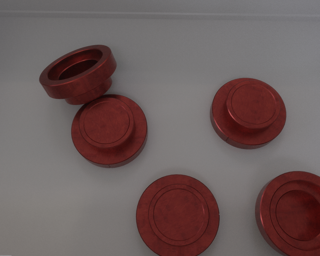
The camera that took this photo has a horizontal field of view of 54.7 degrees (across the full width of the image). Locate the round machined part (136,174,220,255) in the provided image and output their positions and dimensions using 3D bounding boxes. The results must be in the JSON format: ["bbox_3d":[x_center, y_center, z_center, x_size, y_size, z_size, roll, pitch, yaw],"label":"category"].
[{"bbox_3d":[0.021,0.102,0.363,0.099,0.042,0.098,0,70,0],"label":"round machined part"}]

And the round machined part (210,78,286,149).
[{"bbox_3d":[0.118,-0.024,0.410,0.099,0.042,0.098,0,70,0],"label":"round machined part"}]

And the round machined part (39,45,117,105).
[{"bbox_3d":[-0.103,-0.067,0.408,0.098,0.042,0.098,-13,37,11],"label":"round machined part"}]

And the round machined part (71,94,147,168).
[{"bbox_3d":[-0.066,0.000,0.400,0.099,0.042,0.098,0,70,0],"label":"round machined part"}]

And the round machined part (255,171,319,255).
[{"bbox_3d":[0.161,0.103,0.364,0.099,0.042,0.098,0,70,0],"label":"round machined part"}]
